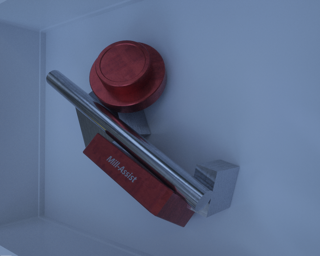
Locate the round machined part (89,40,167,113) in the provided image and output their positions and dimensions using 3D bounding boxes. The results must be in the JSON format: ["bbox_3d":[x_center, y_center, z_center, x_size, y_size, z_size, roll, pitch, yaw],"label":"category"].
[{"bbox_3d":[-0.043,-0.072,0.393,0.099,0.042,0.098,-3,65,7],"label":"round machined part"}]

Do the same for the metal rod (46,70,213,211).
[{"bbox_3d":[-0.058,-0.002,0.384,0.300,0.025,0.025,36,112,33],"label":"metal rod"}]

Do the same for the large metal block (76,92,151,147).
[{"bbox_3d":[-0.070,-0.013,0.443,0.080,0.050,0.080,-28,73,36],"label":"large metal block"}]

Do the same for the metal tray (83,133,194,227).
[{"bbox_3d":[-0.024,0.062,0.376,0.130,0.090,0.030,33,83,34],"label":"metal tray"}]

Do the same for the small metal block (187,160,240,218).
[{"bbox_3d":[0.059,0.064,0.339,0.025,0.050,0.050,19,102,38],"label":"small metal block"}]
